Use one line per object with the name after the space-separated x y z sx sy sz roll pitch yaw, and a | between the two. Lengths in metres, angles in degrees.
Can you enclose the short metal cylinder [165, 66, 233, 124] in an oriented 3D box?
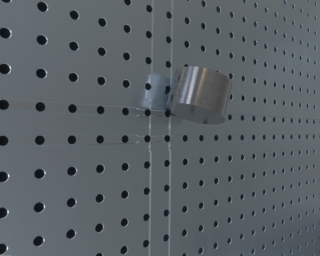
0.052 -0.041 0.416 0.080 0.080 0.050 24 75 -37 | short metal cylinder
